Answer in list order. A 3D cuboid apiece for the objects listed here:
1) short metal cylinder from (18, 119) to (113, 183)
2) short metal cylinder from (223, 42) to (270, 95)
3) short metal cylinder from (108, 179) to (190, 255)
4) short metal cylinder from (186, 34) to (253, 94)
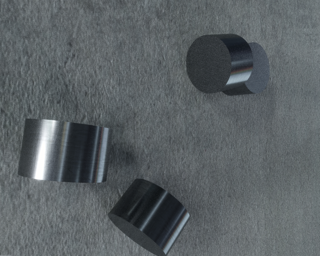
[{"bbox_3d":[-0.089,0.022,0.296,0.081,0.080,0.050,10,84,-40],"label":"short metal cylinder"},{"bbox_3d":[0.134,-0.094,0.503,0.081,0.050,0.079,0,90,-40],"label":"short metal cylinder"},{"bbox_3d":[-0.013,0.104,0.360,0.050,0.080,0.080,-51,121,-28],"label":"short metal cylinder"},{"bbox_3d":[0.084,-0.092,0.442,0.050,0.080,0.079,-17,101,-39],"label":"short metal cylinder"}]
